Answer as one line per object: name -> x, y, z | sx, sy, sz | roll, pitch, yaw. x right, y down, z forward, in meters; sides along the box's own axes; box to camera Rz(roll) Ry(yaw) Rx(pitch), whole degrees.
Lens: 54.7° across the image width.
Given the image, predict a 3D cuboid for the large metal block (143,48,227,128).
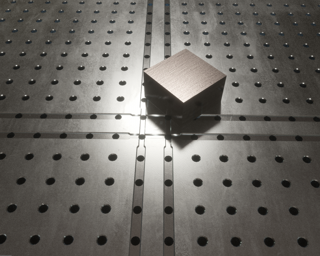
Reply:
large metal block -> 0.034, -0.059, 0.441 | 0.080, 0.050, 0.080 | -33, 58, -25
